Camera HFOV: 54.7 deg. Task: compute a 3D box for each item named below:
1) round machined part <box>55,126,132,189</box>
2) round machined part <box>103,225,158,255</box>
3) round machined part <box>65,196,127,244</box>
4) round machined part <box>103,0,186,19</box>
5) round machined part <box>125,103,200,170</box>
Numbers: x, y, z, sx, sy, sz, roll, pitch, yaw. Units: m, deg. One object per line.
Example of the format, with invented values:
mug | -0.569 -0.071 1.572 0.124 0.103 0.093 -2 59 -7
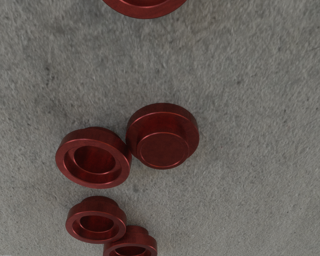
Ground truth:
round machined part | -0.087 0.036 0.422 0.099 0.042 0.097 3 131 4
round machined part | -0.055 0.217 0.577 0.099 0.042 0.097 -2 134 -2
round machined part | -0.105 0.152 0.524 0.099 0.042 0.097 0 130 0
round machined part | -0.014 -0.150 0.268 0.099 0.042 0.097 -1 130 0
round machined part | 0.003 0.018 0.411 0.099 0.042 0.097 -1 130 0
